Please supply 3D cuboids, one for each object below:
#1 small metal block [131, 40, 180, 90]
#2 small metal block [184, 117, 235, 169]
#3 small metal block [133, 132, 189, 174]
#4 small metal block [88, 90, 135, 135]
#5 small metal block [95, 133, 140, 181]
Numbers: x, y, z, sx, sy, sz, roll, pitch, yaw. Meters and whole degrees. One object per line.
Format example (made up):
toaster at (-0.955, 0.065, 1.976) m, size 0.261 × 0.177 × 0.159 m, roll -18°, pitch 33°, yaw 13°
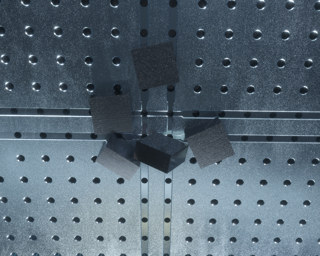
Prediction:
small metal block at (-0.005, -0.078, 0.384) m, size 0.050 × 0.025 × 0.050 m, roll -11°, pitch 110°, yaw 4°
small metal block at (0.067, 0.020, 0.421) m, size 0.050 × 0.025 × 0.050 m, roll -25°, pitch 108°, yaw 8°
small metal block at (0.002, 0.030, 0.401) m, size 0.050 × 0.050 × 0.025 m, roll 21°, pitch 112°, yaw 24°
small metal block at (-0.062, -0.021, 0.405) m, size 0.050 × 0.025 × 0.050 m, roll -5°, pitch 110°, yaw 1°
small metal block at (-0.053, 0.037, 0.413) m, size 0.050 × 0.050 × 0.025 m, roll 33°, pitch 107°, yaw -12°
